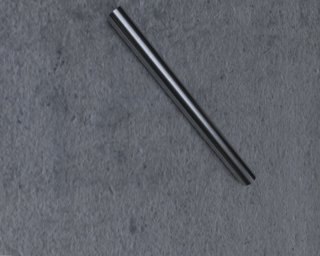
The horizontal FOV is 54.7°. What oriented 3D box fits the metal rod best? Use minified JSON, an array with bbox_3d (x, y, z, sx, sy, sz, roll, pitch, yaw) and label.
[{"bbox_3d":[0.037,-0.034,0.423,0.025,0.025,0.300,-44,104,-15],"label":"metal rod"}]
